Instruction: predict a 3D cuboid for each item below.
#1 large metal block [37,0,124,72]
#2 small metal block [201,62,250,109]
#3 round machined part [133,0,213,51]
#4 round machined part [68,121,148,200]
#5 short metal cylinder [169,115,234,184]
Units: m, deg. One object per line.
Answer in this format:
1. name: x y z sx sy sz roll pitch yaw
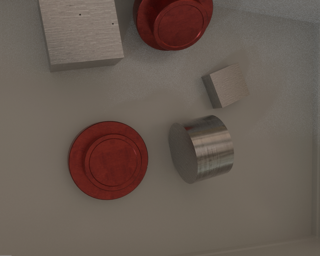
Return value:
1. large metal block: -0.094 -0.113 0.363 0.081 0.050 0.079 -11 94 -20
2. small metal block: 0.095 -0.061 0.447 0.050 0.025 0.050 -25 99 -19
3. round machined part: 0.019 -0.135 0.379 0.099 0.097 0.042 -4 50 -20
4. round machined part: -0.061 0.040 0.380 0.099 0.042 0.097 0 90 -21
5. short metal cylinder: 0.051 0.027 0.402 0.050 0.080 0.079 -13 95 -20
